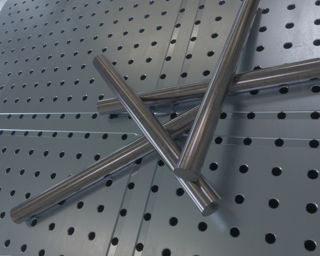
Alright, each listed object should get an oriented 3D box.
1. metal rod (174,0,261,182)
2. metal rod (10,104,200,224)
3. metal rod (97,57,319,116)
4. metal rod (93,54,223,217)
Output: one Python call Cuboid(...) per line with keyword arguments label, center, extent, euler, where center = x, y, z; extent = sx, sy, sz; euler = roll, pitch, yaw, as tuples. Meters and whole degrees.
Cuboid(label="metal rod", center=(0.080, -0.071, 0.377), extent=(0.025, 0.025, 0.300), euler=(5, 54, 30))
Cuboid(label="metal rod", center=(-0.073, 0.052, 0.415), extent=(0.300, 0.025, 0.025), euler=(-29, 52, 9))
Cuboid(label="metal rod", center=(0.047, -0.049, 0.414), extent=(0.300, 0.025, 0.025), euler=(-8, 58, 24))
Cuboid(label="metal rod", center=(-0.022, -0.014, 0.395), extent=(0.025, 0.025, 0.300), euler=(-40, 51, 1))
